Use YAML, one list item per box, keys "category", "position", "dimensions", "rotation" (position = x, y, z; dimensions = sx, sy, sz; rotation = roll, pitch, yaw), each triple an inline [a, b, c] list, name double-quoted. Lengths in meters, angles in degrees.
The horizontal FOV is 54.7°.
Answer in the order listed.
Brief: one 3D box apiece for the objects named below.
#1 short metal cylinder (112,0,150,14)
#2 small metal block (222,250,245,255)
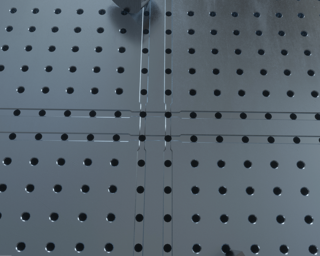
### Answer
- category: "short metal cylinder"
  position: [-0.044, -0.221, 0.463]
  dimensions: [0.080, 0.080, 0.050]
  rotation: [36, 74, 11]
- category: "small metal block"
  position: [0.089, 0.164, 0.340]
  dimensions: [0.025, 0.050, 0.050]
  rotation: [-30, 73, -10]
